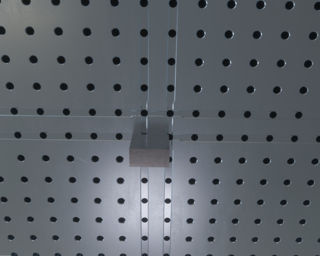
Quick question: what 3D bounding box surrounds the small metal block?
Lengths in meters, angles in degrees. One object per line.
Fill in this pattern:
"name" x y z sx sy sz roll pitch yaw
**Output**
"small metal block" -0.013 0.029 0.411 0.050 0.050 0.025 1 110 -1
